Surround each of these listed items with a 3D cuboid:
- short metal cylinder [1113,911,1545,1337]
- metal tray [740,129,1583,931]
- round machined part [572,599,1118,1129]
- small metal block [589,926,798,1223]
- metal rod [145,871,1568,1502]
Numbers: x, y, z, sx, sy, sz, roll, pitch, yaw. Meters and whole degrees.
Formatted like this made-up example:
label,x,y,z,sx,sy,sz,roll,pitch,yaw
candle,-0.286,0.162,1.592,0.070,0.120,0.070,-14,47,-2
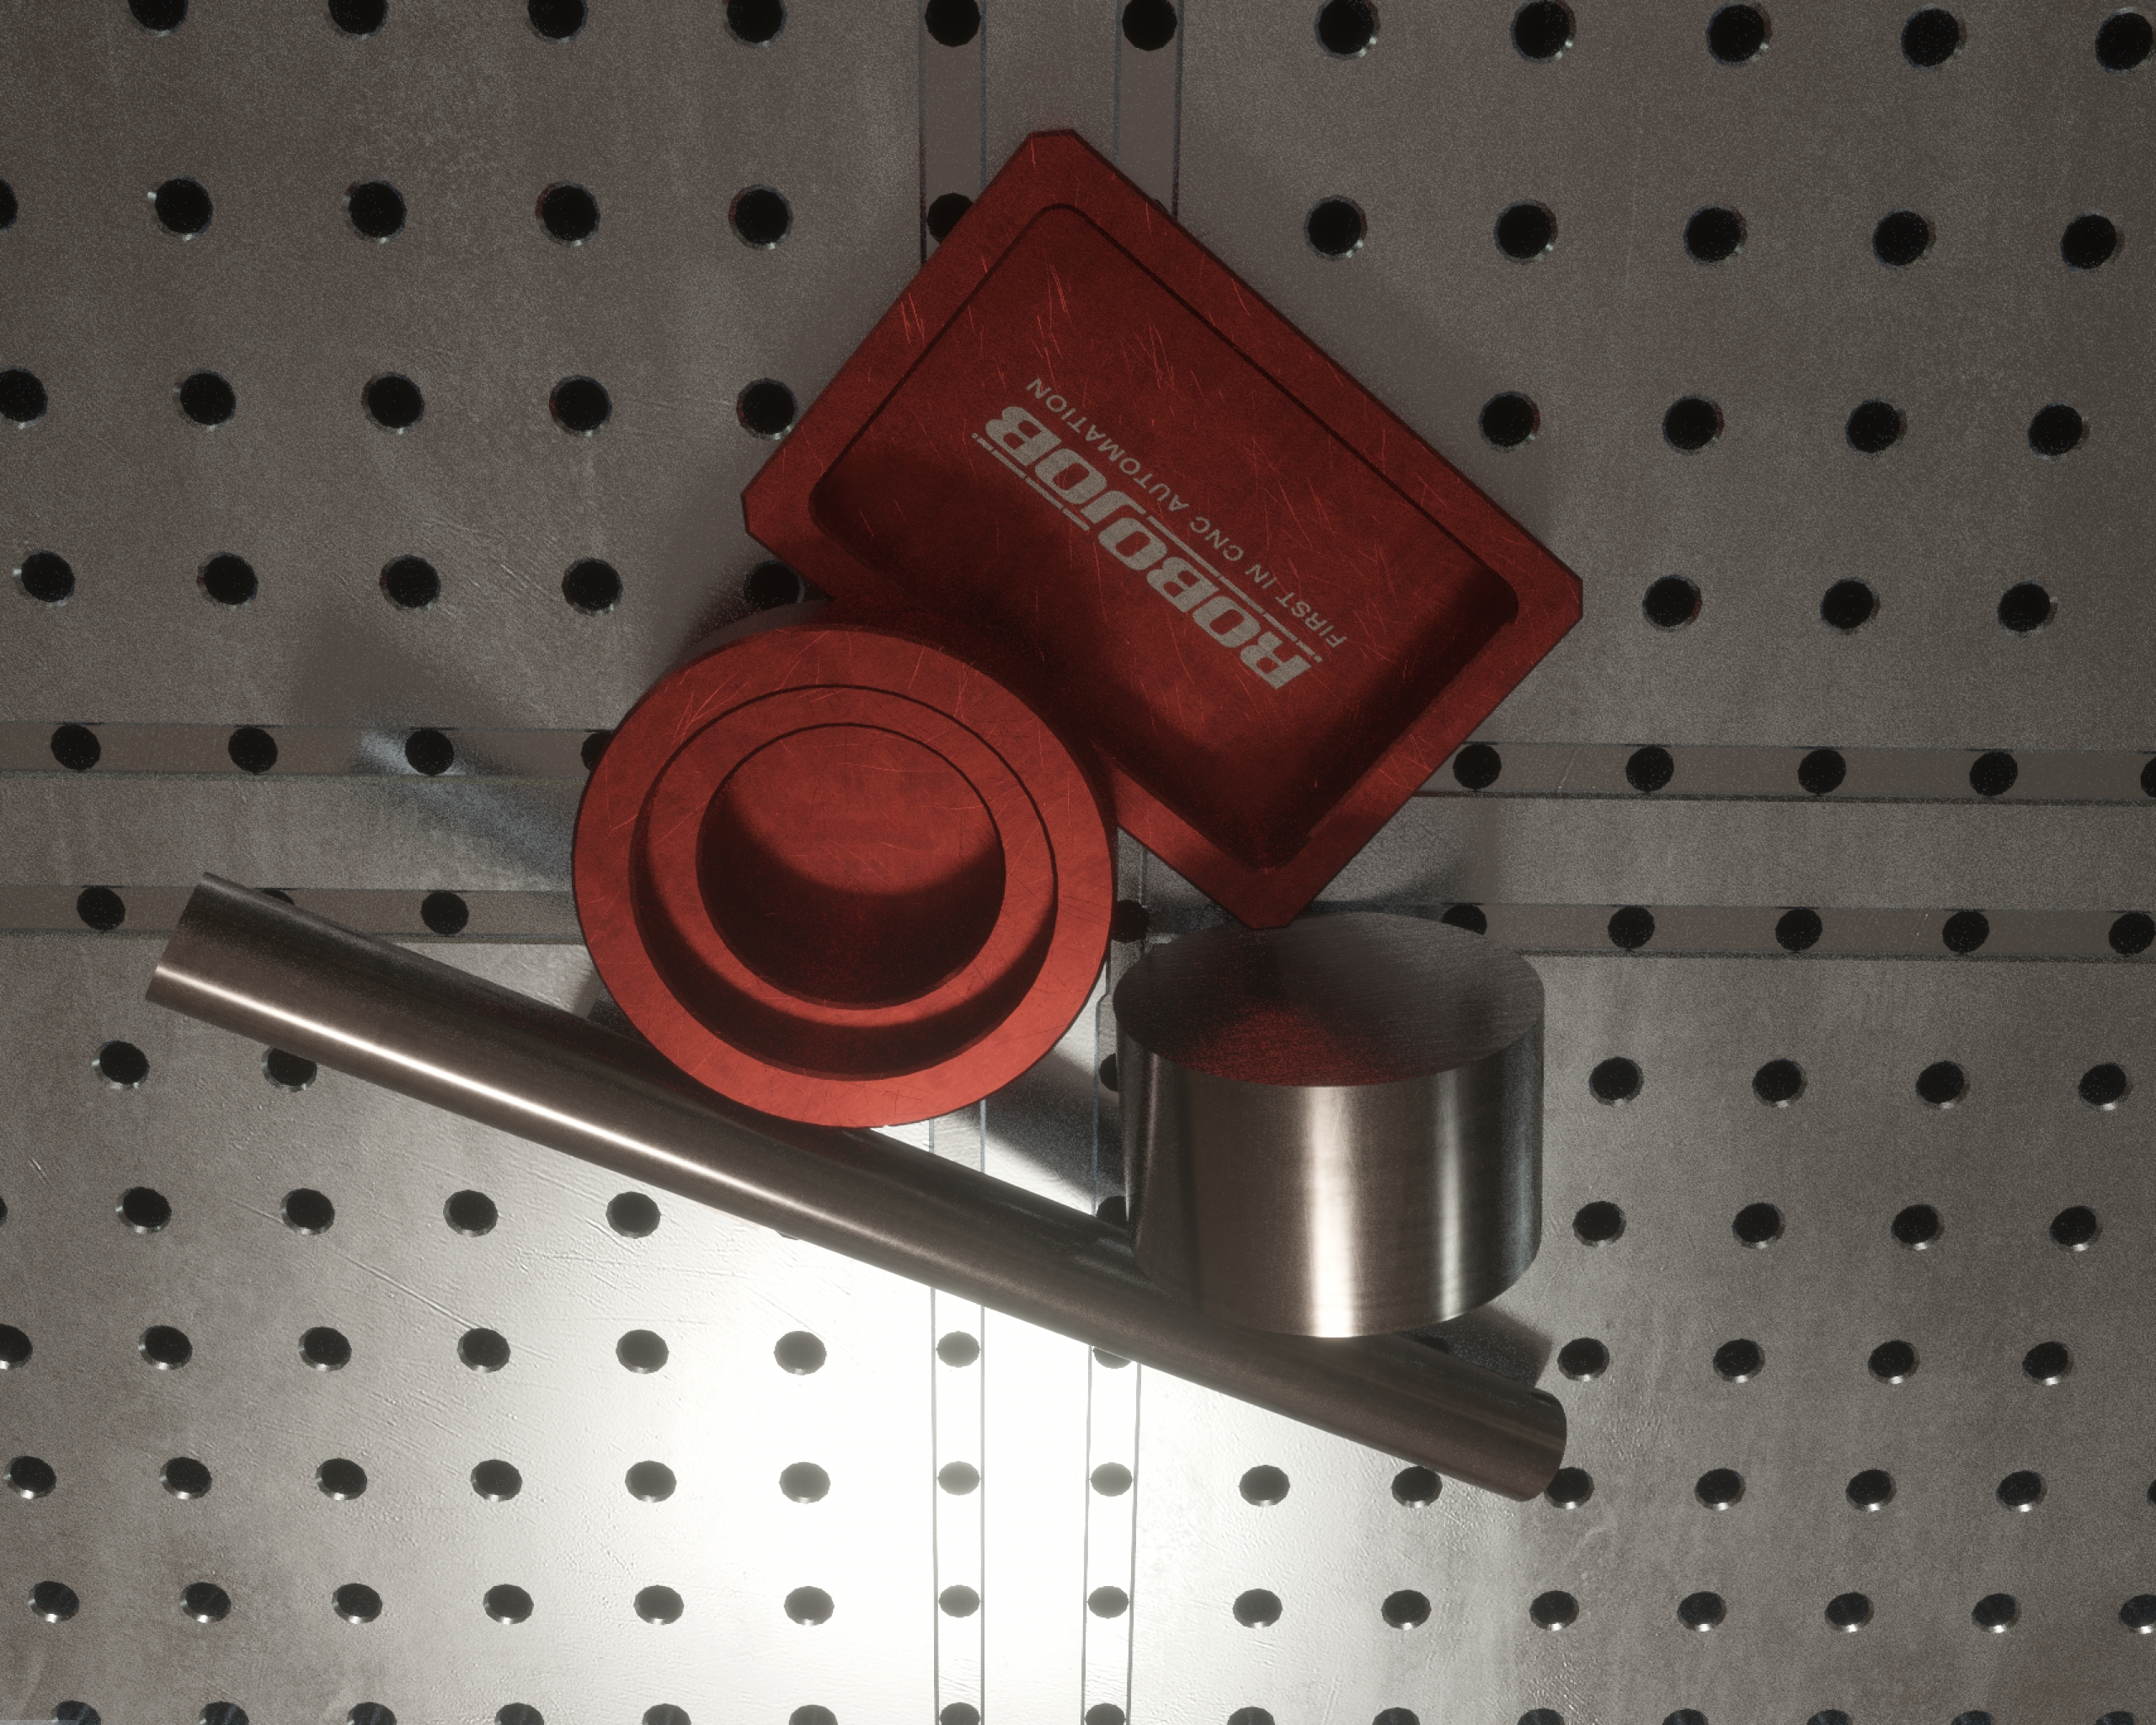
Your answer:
label,x,y,z,sx,sy,sz,roll,pitch,yaw
short metal cylinder,0.048,0.047,0.401,0.081,0.080,0.050,-4,110,1
metal tray,0.016,-0.060,0.388,0.130,0.030,0.090,38,105,-13
round machined part,-0.041,-0.002,0.394,0.099,0.042,0.097,0,110,1
small metal block,-0.076,0.040,0.427,0.050,0.025,0.050,27,108,-10
metal rod,-0.030,0.072,0.418,0.302,0.025,0.025,24,108,-18
